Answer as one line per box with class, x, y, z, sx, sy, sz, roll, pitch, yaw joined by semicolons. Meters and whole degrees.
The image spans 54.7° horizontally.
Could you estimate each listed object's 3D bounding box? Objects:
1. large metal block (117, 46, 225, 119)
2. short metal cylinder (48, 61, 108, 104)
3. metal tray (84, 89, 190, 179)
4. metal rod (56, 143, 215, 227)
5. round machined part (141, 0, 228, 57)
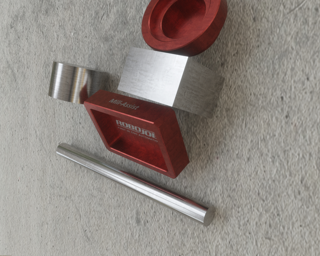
large metal block;0.014;-0.050;0.352;0.080;0.080;0.050;21;95;37
short metal cylinder;-0.123;-0.068;0.468;0.080;0.081;0.050;20;103;38
metal tray;-0.031;0.005;0.392;0.130;0.030;0.090;18;140;38
metal rod;-0.056;0.070;0.449;0.300;0.025;0.025;16;100;38
round machined part;0.031;-0.121;0.354;0.098;0.042;0.098;-13;65;29
